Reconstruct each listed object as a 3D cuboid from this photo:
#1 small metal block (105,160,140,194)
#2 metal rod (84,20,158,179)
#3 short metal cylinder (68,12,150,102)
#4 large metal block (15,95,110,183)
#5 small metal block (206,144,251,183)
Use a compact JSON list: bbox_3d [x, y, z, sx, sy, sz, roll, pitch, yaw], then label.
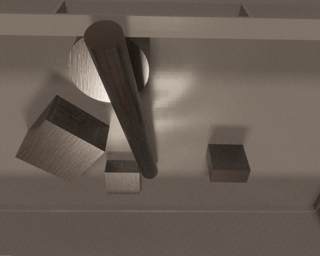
[{"bbox_3d":[-0.056,0.075,0.473,0.050,0.025,0.050,1,130,-2],"label":"small metal block"},{"bbox_3d":[-0.026,0.003,0.331,0.025,0.025,0.299,-4,155,3],"label":"metal rod"},{"bbox_3d":[-0.051,-0.074,0.329,0.081,0.050,0.079,0,130,0],"label":"short metal cylinder"},{"bbox_3d":[-0.125,0.017,0.405,0.080,0.050,0.080,33,122,-25],"label":"large metal block"},{"bbox_3d":[0.095,0.049,0.436,0.050,0.050,0.025,1,130,-2],"label":"small metal block"}]
